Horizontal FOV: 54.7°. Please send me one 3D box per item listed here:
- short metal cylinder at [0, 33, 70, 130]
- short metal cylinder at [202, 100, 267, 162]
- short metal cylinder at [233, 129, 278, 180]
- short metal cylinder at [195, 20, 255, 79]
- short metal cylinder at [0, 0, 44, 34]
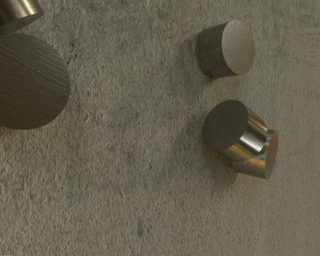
[{"bbox_3d":[-0.129,-0.040,0.277,0.081,0.050,0.079,-4,96,-42],"label":"short metal cylinder"},{"bbox_3d":[0.110,0.005,0.461,0.050,0.080,0.080,30,72,-36],"label":"short metal cylinder"},{"bbox_3d":[0.156,0.039,0.503,0.081,0.050,0.079,-25,120,-54],"label":"short metal cylinder"},{"bbox_3d":[0.100,-0.118,0.472,0.081,0.050,0.080,0,90,-40],"label":"short metal cylinder"},{"bbox_3d":[-0.144,-0.099,0.248,0.080,0.080,0.050,-40,114,-33],"label":"short metal cylinder"}]
